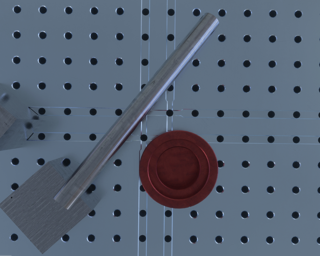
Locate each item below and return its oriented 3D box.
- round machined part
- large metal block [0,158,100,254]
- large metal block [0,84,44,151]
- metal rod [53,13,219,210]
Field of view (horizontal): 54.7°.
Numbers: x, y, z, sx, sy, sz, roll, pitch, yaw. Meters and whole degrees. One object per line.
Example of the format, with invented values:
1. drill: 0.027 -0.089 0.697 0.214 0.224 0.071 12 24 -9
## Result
1. round machined part: 0.023 0.052 0.405 0.099 0.042 0.097 0 90 0
2. large metal block: -0.139 0.097 0.400 0.080 0.050 0.080 -42 90 0
3. large metal block: -0.206 -0.017 0.384 0.080 0.080 0.050 40 90 0
4. metal rod: -0.022 -0.029 0.387 0.025 0.025 0.300 38 79 0
